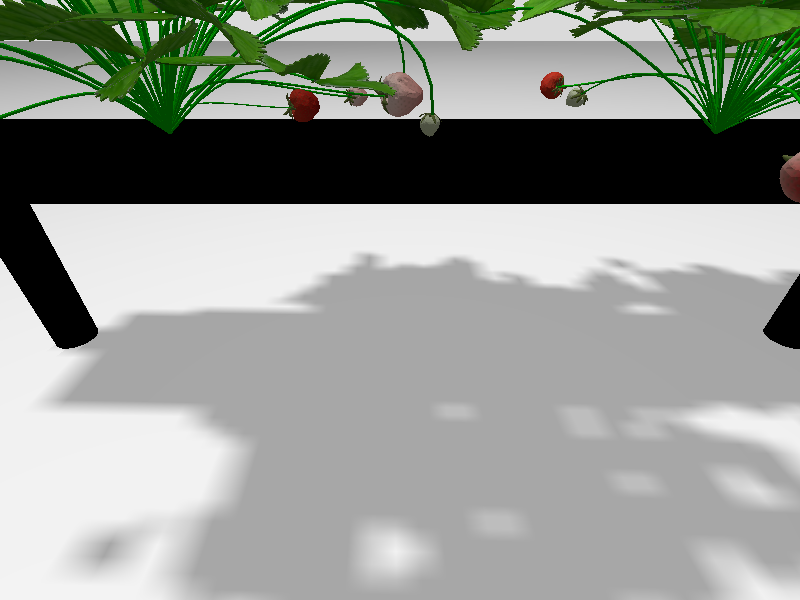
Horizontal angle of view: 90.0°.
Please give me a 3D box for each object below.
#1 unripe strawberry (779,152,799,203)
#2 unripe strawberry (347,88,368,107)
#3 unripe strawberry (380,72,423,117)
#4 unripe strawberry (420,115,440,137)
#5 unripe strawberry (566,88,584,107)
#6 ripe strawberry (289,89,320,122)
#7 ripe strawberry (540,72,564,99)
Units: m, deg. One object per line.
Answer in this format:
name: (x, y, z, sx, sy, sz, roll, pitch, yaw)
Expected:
unripe strawberry: (0.199, -0.057, 0.186, 0.032, 0.029, 0.029, 12, 37, 17)
unripe strawberry: (-0.045, -0.222, 0.435, 0.020, 0.020, 0.023, -27, 43, -35)
unripe strawberry: (0.003, -0.194, 0.379, 0.038, 0.038, 0.042, -12, 36, -17)
unripe strawberry: (0.022, -0.129, 0.296, 0.015, 0.015, 0.014, 5, 35, 7)
unripe strawberry: (0.189, -0.218, 0.433, 0.018, 0.019, 0.020, -17, 8, -23)
ripe strawberry: (-0.085, -0.175, 0.360, 0.026, 0.028, 0.024, -13, 37, -20)
ripe strawberry: (0.184, -0.262, 0.489, 0.028, 0.030, 0.030, -12, 36, -17)
